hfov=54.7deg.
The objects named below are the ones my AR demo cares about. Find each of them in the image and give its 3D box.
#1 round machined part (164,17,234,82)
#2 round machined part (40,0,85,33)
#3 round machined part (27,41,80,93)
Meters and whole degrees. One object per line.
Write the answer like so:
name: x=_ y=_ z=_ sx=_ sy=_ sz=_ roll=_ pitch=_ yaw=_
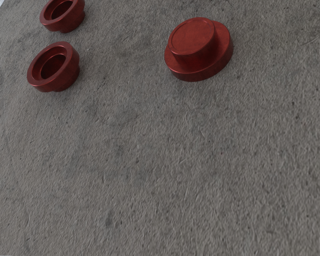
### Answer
round machined part: x=0.050 y=-0.117 z=0.439 sx=0.098 sy=0.042 sz=0.098 roll=-13 pitch=56 yaw=21
round machined part: x=-0.196 y=-0.236 z=0.641 sx=0.098 sy=0.042 sz=0.098 roll=-13 pitch=56 yaw=21
round machined part: x=-0.184 y=-0.103 z=0.554 sx=0.098 sy=0.042 sz=0.098 roll=-13 pitch=56 yaw=21
